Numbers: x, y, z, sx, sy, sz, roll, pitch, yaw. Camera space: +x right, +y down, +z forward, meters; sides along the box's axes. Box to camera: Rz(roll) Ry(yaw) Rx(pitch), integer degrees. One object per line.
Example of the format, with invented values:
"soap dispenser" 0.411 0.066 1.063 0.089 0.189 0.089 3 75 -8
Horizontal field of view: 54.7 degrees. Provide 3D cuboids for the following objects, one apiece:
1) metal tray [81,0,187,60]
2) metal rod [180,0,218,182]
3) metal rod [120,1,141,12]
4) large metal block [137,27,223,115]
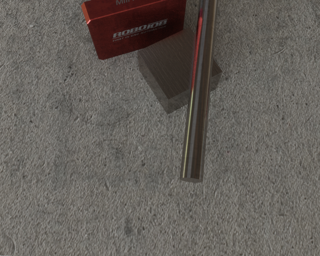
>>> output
"metal tray" -0.032 -0.146 0.426 0.131 0.090 0.030 -18 71 -7
"metal rod" 0.053 -0.083 0.385 0.025 0.025 0.299 7 70 2
"metal rod" 0.030 -0.248 0.499 0.301 0.025 0.025 -41 75 -14
"large metal block" 0.025 -0.078 0.424 0.080 0.050 0.080 -28 73 -10
